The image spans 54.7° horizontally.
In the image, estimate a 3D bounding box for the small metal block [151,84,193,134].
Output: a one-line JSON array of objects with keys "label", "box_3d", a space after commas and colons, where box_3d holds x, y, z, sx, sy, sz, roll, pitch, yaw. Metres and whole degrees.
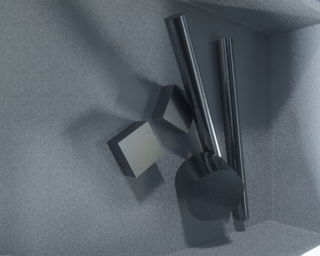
[{"label": "small metal block", "box_3d": [0.021, -0.025, 0.427, 0.050, 0.025, 0.050, 32, 70, -36]}]

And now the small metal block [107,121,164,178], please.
[{"label": "small metal block", "box_3d": [-0.030, 0.025, 0.384, 0.050, 0.025, 0.050, -39, 114, -33]}]

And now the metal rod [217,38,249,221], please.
[{"label": "metal rod", "box_3d": [0.121, 0.006, 0.510, 0.025, 0.025, 0.298, -12, 98, -40]}]

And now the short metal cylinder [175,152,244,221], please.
[{"label": "short metal cylinder", "box_3d": [0.067, 0.080, 0.427, 0.081, 0.050, 0.079, -7, 115, -15]}]

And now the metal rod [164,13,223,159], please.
[{"label": "metal rod", "box_3d": [0.062, -0.006, 0.431, 0.025, 0.025, 0.298, -40, 124, -33]}]
